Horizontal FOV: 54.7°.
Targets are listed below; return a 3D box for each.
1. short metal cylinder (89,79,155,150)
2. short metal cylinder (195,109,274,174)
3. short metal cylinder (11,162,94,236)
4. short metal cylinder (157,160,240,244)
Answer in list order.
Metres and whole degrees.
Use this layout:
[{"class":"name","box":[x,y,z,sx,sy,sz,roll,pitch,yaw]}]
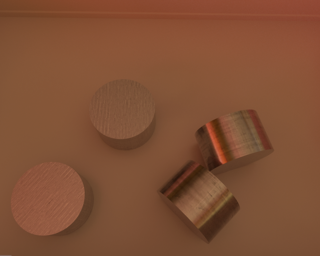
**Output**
[{"class":"short metal cylinder","box":[-0.046,-0.016,0.402,0.081,0.050,0.080,0,70,0]},{"class":"short metal cylinder","box":[0.088,0.018,0.374,0.080,0.080,0.050,-16,71,-6]},{"class":"short metal cylinder","box":[-0.123,0.085,0.364,0.081,0.050,0.080,0,70,0]},{"class":"short metal cylinder","box":[0.042,0.082,0.350,0.050,0.080,0.080,-43,76,-14]}]
